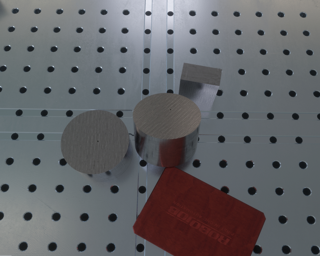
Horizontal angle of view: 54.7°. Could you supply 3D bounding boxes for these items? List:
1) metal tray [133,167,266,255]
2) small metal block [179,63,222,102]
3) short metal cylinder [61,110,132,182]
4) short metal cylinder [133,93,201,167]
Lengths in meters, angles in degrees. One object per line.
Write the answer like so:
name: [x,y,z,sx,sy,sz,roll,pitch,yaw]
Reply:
metal tray: [0.046,0.113,0.368,0.130,0.030,0.090,27,72,9]
small metal block: [0.053,-0.061,0.421,0.050,0.050,0.025,11,71,4]
short metal cylinder: [-0.077,0.024,0.389,0.080,0.050,0.080,0,70,0]
short metal cylinder: [0.008,0.001,0.383,0.081,0.050,0.080,1,45,-1]
